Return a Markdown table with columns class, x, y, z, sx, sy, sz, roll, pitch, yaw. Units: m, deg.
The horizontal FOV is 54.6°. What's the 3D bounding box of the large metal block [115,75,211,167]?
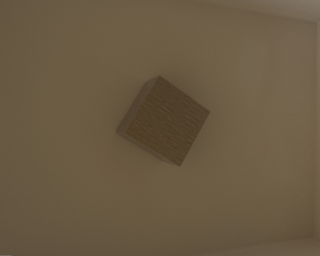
| class | x | y | z | sx | sy | sz | roll | pitch | yaw |
| --- | --- | --- | --- | --- | --- | --- | --- | --- | --- |
| large metal block | 0.003 | -0.008 | 0.395 | 0.080 | 0.050 | 0.080 | 33 | 79 | -17 |
